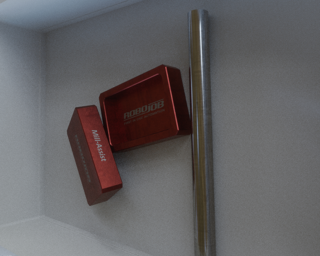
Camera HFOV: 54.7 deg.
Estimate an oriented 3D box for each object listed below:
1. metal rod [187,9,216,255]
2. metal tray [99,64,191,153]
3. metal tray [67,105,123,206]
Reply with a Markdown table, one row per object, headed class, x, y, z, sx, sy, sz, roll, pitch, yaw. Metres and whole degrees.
| class | x | y | z | sx | sy | sz | roll | pitch | yaw |
| --- | --- | --- | --- | --- | --- | --- | --- | --- | --- |
| metal rod | 0.049 | 0.013 | 0.364 | 0.025 | 0.025 | 0.298 | -3 | 88 | 39 |
| metal tray | -0.025 | -0.021 | 0.421 | 0.130 | 0.030 | 0.090 | -17 | 79 | 38 |
| metal tray | -0.102 | 0.042 | 0.464 | 0.090 | 0.030 | 0.130 | -47 | 60 | 55 |
